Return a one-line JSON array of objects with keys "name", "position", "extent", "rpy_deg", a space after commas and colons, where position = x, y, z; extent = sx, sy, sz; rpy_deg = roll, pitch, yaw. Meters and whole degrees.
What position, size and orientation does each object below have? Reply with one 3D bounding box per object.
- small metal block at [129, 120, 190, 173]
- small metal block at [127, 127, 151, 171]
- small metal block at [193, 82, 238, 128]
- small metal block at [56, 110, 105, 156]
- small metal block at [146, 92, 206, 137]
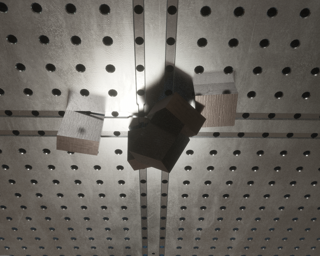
[{"name": "small metal block", "position": [0.000, 0.021, 0.374], "extent": [0.050, 0.050, 0.025], "rpy_deg": [14, 148, 37]}, {"name": "small metal block", "position": [-0.015, 0.025, 0.414], "extent": [0.050, 0.050, 0.025], "rpy_deg": [-13, 138, 11]}, {"name": "small metal block", "position": [0.068, -0.028, 0.389], "extent": [0.050, 0.025, 0.050], "rpy_deg": [-3, 130, 2]}, {"name": "small metal block", "position": [-0.101, 0.006, 0.399], "extent": [0.050, 0.050, 0.025], "rpy_deg": [10, 129, -9]}, {"name": "small metal block", "position": [0.019, -0.013, 0.379], "extent": [0.050, 0.025, 0.050], "rpy_deg": [40, 154, -15]}]
